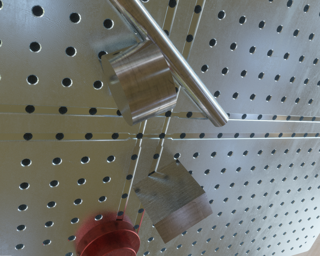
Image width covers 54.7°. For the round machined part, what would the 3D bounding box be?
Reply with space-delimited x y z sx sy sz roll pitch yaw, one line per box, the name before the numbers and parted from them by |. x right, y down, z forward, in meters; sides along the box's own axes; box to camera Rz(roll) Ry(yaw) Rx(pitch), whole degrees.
round machined part | -0.076 0.196 0.481 0.099 0.042 0.097 -14 125 -21

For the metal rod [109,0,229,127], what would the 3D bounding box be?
metal rod | 0.005 -0.091 0.358 0.025 0.025 0.300 -45 130 2

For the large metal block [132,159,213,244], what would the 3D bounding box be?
large metal block | 0.017 0.104 0.451 0.080 0.080 0.050 -30 129 -10

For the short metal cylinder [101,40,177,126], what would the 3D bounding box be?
short metal cylinder | -0.024 -0.048 0.334 0.050 0.080 0.080 -24 128 -14
